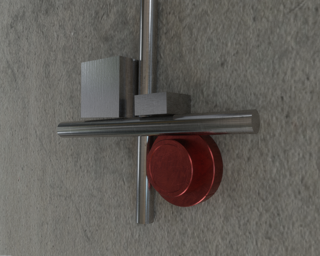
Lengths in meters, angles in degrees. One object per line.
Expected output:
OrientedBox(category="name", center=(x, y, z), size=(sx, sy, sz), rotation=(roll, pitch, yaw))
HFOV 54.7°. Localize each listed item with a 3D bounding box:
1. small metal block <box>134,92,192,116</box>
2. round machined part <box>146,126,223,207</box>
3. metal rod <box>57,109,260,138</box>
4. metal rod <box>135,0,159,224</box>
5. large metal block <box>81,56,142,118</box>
OrientedBox(category="small metal block", center=(0.004, -0.028, 0.385), size=(0.050, 0.050, 0.025), rotation=(-2, 89, 39))
OrientedBox(category="round machined part", center=(0.022, 0.047, 0.374), size=(0.098, 0.042, 0.097), rotation=(0, 90, 39))
OrientedBox(category="metal rod", center=(-0.027, -0.002, 0.394), size=(0.300, 0.025, 0.025), rotation=(-2, 89, 35))
OrientedBox(category="metal rod", center=(-0.018, -0.022, 0.419), size=(0.025, 0.025, 0.298), rotation=(2, 91, 39))
OrientedBox(category="large metal block", center=(-0.067, -0.054, 0.442), size=(0.080, 0.050, 0.079), rotation=(1, 91, 39))
